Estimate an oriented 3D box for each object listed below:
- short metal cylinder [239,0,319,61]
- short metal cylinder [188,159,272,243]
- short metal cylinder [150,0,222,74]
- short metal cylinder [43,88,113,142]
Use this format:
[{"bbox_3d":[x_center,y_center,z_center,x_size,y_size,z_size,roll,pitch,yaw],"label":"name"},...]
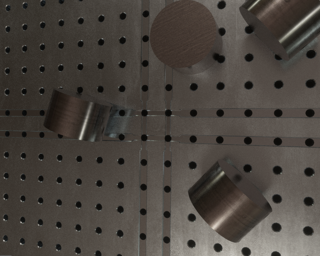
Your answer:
[{"bbox_3d":[0.133,-0.120,0.337,0.050,0.080,0.080,-42,77,15],"label":"short metal cylinder"},{"bbox_3d":[0.080,0.082,0.355,0.080,0.080,0.050,45,104,14],"label":"short metal cylinder"},{"bbox_3d":[0.034,-0.110,0.387,0.080,0.050,0.079,0,90,19],"label":"short metal cylinder"},{"bbox_3d":[-0.110,-0.018,0.421,0.080,0.080,0.050,20,97,18],"label":"short metal cylinder"}]
